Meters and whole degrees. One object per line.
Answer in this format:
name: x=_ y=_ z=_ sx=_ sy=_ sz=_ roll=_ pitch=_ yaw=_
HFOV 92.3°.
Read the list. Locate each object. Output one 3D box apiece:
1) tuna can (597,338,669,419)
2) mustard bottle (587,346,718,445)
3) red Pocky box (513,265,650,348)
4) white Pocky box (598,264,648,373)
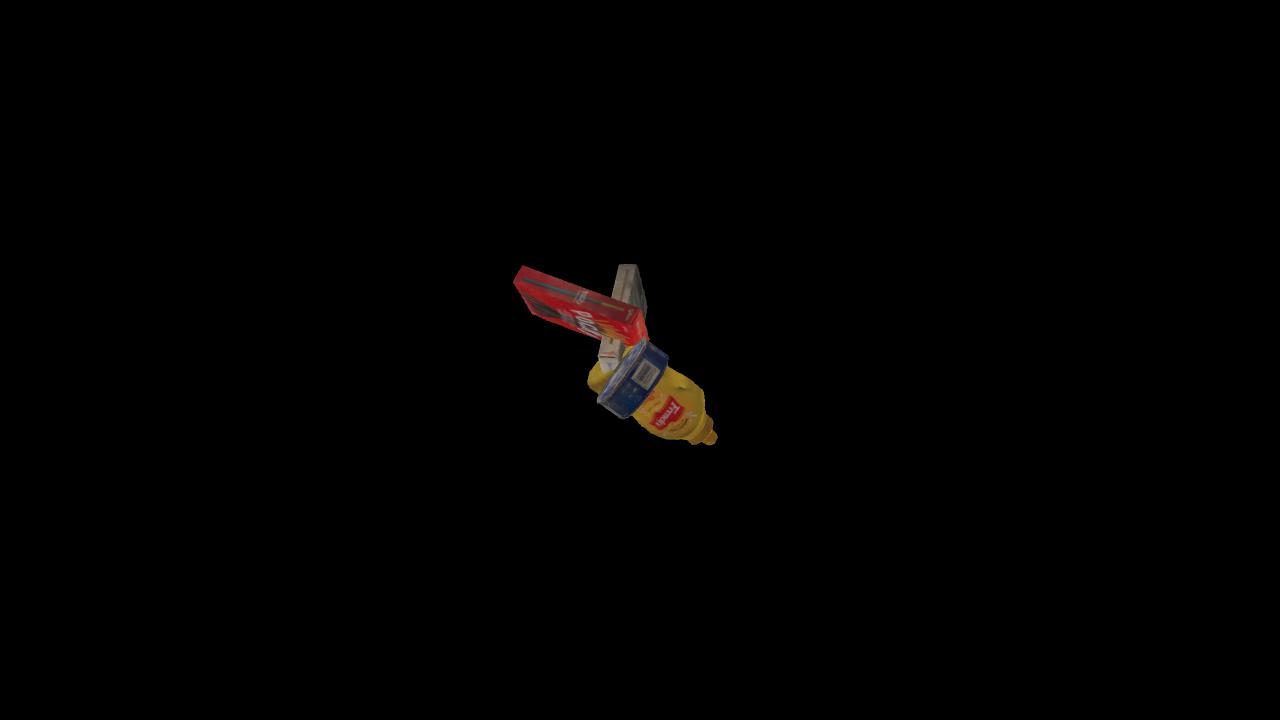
tuna can: x=-0.007 y=0.020 z=0.636 sx=0.034 sy=0.084 sz=0.084 roll=36 pitch=-6 yaw=-9
mustard bottle: x=0.030 y=0.051 z=0.764 sx=0.184 sy=0.092 sz=0.054 roll=40 pitch=23 yaw=-23
red Pocky box: x=-0.067 y=-0.056 z=0.714 sx=0.155 sy=0.028 sz=0.083 roll=21 pitch=-19 yaw=16
white Pocky box: x=-0.019 y=-0.038 z=0.767 sx=0.028 sy=0.154 sz=0.084 roll=1 pitch=-38 yaw=12
